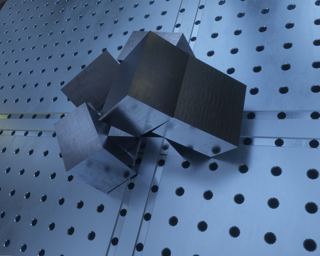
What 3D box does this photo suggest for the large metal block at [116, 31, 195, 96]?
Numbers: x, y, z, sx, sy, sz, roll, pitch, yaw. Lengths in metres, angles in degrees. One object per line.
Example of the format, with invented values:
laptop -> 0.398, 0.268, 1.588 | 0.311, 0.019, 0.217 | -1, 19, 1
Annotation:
large metal block -> 0.002, -0.085, 0.425 | 0.080, 0.080, 0.050 | 14, 69, 34

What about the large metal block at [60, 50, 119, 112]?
large metal block -> -0.086, -0.061, 0.449 | 0.080, 0.080, 0.050 | -41, 95, 0

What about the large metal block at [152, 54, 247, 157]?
large metal block -> 0.046, -0.023, 0.353 | 0.050, 0.080, 0.080 | -33, 37, 58

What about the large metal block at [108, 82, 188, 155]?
large metal block -> -0.010, -0.013, 0.407 | 0.080, 0.050, 0.080 | 1, 62, 29

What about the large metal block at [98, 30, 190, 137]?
large metal block -> -0.019, -0.044, 0.341 | 0.080, 0.050, 0.080 | -28, 41, 56

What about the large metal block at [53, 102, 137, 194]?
large metal block -> -0.083, 0.027, 0.400 | 0.050, 0.080, 0.080 | -34, 52, 5
